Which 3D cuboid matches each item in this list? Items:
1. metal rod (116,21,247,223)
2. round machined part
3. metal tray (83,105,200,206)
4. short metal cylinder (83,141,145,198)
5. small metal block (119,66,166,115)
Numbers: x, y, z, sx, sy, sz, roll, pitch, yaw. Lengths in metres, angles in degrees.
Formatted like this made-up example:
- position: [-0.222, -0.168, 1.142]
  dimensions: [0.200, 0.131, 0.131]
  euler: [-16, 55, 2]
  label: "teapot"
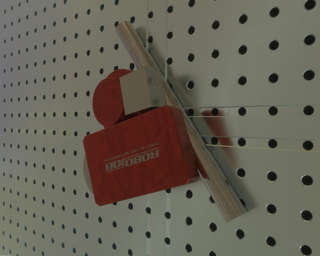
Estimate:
- position: [0.016, -0.024, 0.392]
  dimensions: [0.025, 0.025, 0.299]
  euler: [-43, 64, 31]
  label: "metal rod"
- position: [-0.059, -0.036, 0.440]
  dimensions: [0.098, 0.042, 0.097]
  euler: [0, 90, 41]
  label: "round machined part"
- position: [-0.027, 0.036, 0.373]
  dimensions: [0.130, 0.030, 0.090]
  euler: [-20, 78, 25]
  label: "metal tray"
- position: [-0.064, 0.057, 0.440]
  dimensions: [0.080, 0.050, 0.079]
  euler: [0, 90, 40]
  label: "short metal cylinder"
- position: [-0.022, -0.046, 0.392]
  dimensions: [0.050, 0.025, 0.050]
  euler: [-14, 84, 44]
  label: "small metal block"
